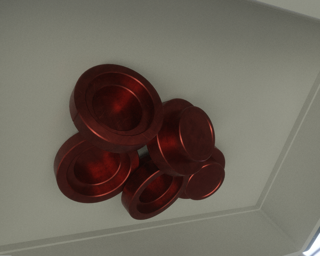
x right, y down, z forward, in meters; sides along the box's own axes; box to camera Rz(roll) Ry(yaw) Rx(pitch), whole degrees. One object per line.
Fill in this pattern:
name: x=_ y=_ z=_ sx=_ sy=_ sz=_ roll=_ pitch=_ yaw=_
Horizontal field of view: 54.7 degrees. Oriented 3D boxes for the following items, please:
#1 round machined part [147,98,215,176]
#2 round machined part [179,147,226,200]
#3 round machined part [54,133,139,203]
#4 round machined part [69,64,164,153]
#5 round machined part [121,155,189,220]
round machined part: x=0.032 y=0.010 z=0.385 sx=0.099 sy=0.042 sz=0.098 roll=14 pitch=70 yaw=-43
round machined part: x=0.060 y=0.071 z=0.474 sx=0.099 sy=0.042 sz=0.097 roll=-14 pitch=125 yaw=-21
round machined part: x=-0.079 y=0.040 z=0.378 sx=0.099 sy=0.042 sz=0.097 roll=-14 pitch=125 yaw=-21
round machined part: x=-0.049 y=-0.017 z=0.336 sx=0.099 sy=0.098 sz=0.042 roll=2 pitch=153 yaw=-30
round machined part: x=-0.011 y=0.074 z=0.422 sx=0.099 sy=0.042 sz=0.097 roll=-26 pitch=139 yaw=-25
